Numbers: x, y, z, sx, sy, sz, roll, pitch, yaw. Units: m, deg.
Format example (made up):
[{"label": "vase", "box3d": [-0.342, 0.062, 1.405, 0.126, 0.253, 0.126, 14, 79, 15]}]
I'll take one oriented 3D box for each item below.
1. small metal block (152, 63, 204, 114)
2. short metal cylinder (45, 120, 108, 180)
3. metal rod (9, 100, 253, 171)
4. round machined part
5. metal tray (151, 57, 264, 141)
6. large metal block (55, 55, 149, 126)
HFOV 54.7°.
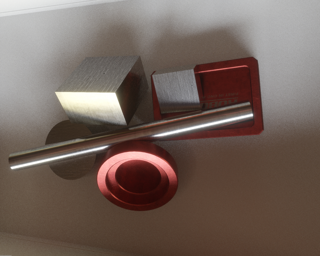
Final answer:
[{"label": "small metal block", "box3d": [0.023, -0.048, 0.377, 0.050, 0.025, 0.050, -5, 115, 20]}, {"label": "short metal cylinder", "box3d": [-0.111, 0.029, 0.432, 0.080, 0.050, 0.079, 0, 90, 19]}, {"label": "metal rod", "box3d": [-0.041, 0.011, 0.378, 0.301, 0.025, 0.025, -12, 86, 8]}, {"label": "round machined part", "box3d": [-0.027, 0.055, 0.391, 0.099, 0.042, 0.097, 1, 122, 2]}, {"label": "metal tray", "box3d": [0.057, -0.032, 0.385, 0.130, 0.030, 0.089, -5, 88, 19]}, {"label": "large metal block", "box3d": [-0.070, -0.049, 0.395, 0.080, 0.080, 0.050, 3, 133, 20]}]
